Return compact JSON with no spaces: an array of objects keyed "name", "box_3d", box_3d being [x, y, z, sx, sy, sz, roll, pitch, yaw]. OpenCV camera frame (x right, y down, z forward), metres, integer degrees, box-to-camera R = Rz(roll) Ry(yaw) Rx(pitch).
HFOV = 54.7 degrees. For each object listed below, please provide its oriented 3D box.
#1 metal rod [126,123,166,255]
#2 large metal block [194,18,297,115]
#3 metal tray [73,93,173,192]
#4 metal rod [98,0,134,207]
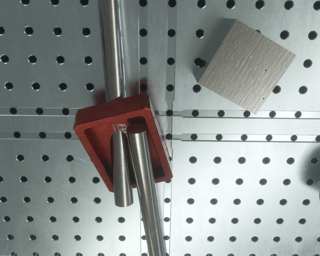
[{"name":"metal rod","box_3d":[-0.012,0.130,0.436,0.025,0.025,0.298,-6,119,2]},{"name":"large metal block","box_3d":[0.098,-0.075,0.373,0.080,0.050,0.080,27,108,-10]},{"name":"metal tray","box_3d":[-0.041,0.025,0.395,0.090,0.030,0.129,-14,130,5]},{"name":"metal rod","box_3d":[-0.054,-0.044,0.380,0.025,0.025,0.298,-2,104,1]}]
